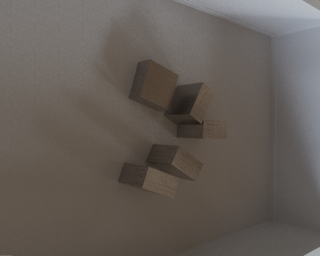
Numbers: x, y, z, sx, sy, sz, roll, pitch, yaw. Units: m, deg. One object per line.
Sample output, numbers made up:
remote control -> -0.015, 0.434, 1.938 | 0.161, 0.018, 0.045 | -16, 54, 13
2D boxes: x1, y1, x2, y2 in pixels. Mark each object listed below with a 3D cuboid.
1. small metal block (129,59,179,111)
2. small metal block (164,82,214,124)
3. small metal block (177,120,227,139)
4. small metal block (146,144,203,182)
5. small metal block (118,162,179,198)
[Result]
small metal block -> -0.007, -0.054, 0.400 | 0.050, 0.025, 0.050 | 22, 76, -38
small metal block -> 0.039, -0.033, 0.423 | 0.025, 0.050, 0.050 | 38, 67, -34
small metal block -> 0.060, 0.002, 0.440 | 0.050, 0.050, 0.025 | 2, 89, -40
small metal block -> 0.019, 0.045, 0.406 | 0.050, 0.050, 0.025 | 38, 67, -34
small metal block -> -0.014, 0.064, 0.378 | 0.050, 0.050, 0.025 | 27, 73, -37
